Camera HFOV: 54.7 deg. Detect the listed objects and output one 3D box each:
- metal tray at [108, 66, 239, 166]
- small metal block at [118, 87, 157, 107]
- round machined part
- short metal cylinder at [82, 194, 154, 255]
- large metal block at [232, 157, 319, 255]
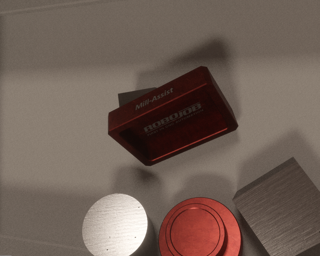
[{"bbox_3d":[0.016,-0.008,0.369,0.130,0.090,0.030,-25,46,18],"label":"metal tray"},{"bbox_3d":[-0.019,-0.034,0.403,0.050,0.050,0.025,-7,88,19],"label":"small metal block"},{"bbox_3d":[0.045,0.127,0.362,0.098,0.042,0.098,-9,55,14],"label":"round machined part"},{"bbox_3d":[-0.052,0.131,0.395,0.080,0.050,0.080,-4,58,6],"label":"short metal cylinder"},{"bbox_3d":[0.141,0.090,0.348,0.080,0.050,0.080,-37,79,16],"label":"large metal block"}]
